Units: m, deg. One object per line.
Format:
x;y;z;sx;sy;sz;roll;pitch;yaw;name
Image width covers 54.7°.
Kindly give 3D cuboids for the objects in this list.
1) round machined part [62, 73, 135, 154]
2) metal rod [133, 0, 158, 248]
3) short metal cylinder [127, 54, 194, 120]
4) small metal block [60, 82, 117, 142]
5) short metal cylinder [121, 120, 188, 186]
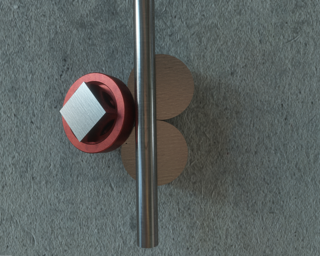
-0.072;-0.017;0.389;0.098;0.042;0.097;-1;87;29;round machined part
-0.017;-0.014;0.361;0.025;0.025;0.298;-1;90;0;metal rod
0.001;-0.050;0.399;0.081;0.050;0.079;0;90;0;short metal cylinder
-0.085;-0.018;0.370;0.050;0.025;0.050;-46;68;19;small metal block
-0.007;0.030;0.398;0.081;0.050;0.080;0;89;0;short metal cylinder
